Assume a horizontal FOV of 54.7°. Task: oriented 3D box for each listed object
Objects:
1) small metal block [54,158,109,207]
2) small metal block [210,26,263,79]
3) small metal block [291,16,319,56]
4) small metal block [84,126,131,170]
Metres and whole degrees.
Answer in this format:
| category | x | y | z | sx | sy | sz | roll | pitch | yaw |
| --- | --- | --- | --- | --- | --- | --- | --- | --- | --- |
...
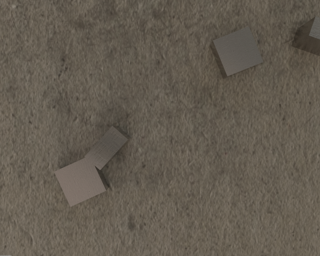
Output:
| category | x | y | z | sx | sy | sz | roll | pitch | yaw |
| --- | --- | --- | --- | --- | --- | --- | --- | --- | --- |
| small metal block | -0.102 | 0.068 | 0.409 | 0.050 | 0.025 | 0.050 | -25 | 90 | -1 |
| small metal block | 0.101 | -0.099 | 0.411 | 0.050 | 0.025 | 0.050 | -22 | 90 | -1 |
| small metal block | 0.208 | -0.116 | 0.400 | 0.050 | 0.050 | 0.025 | 19 | 90 | -1 |
| small metal block | -0.065 | 0.024 | 0.397 | 0.025 | 0.050 | 0.050 | 42 | 90 | -1 |
